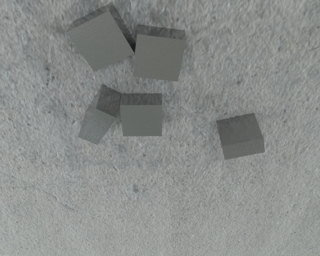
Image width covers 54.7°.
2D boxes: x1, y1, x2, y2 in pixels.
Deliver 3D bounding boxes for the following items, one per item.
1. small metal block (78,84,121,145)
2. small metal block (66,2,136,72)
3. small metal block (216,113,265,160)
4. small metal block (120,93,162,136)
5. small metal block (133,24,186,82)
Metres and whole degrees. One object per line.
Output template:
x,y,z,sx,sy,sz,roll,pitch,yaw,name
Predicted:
-0.073,-0.016,0.376,0.025,0.050,0.050,26,125,-21,small metal block
-0.060,-0.095,0.326,0.050,0.025,0.050,-21,128,16,small metal block
0.103,0.010,0.401,0.050,0.050,0.025,-12,129,10,small metal block
-0.023,-0.016,0.393,0.050,0.025,0.050,0,130,0,small metal block
-0.002,-0.081,0.338,0.050,0.025,0.050,6,130,-5,small metal block
